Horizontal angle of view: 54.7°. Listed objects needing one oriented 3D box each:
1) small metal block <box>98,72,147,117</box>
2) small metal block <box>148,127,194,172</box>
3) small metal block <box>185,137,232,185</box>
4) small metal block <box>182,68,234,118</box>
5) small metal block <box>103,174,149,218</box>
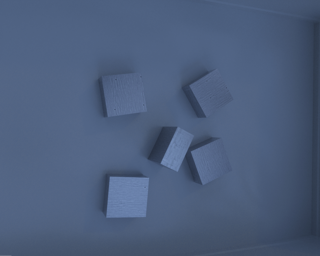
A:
[{"bbox_3d":[-0.048,-0.042,0.394,0.050,0.025,0.050,-9,93,-20],"label":"small metal block"},{"bbox_3d":[0.013,0.026,0.403,0.025,0.050,0.050,28,81,-18],"label":"small metal block"},{"bbox_3d":[0.067,0.046,0.437,0.050,0.025,0.050,-22,98,-19],"label":"small metal block"},{"bbox_3d":[0.067,-0.049,0.437,0.050,0.025,0.050,-33,101,-17],"label":"small metal block"},{"bbox_3d":[-0.044,0.086,0.395,0.050,0.025,0.050,5,88,-20],"label":"small metal block"}]
